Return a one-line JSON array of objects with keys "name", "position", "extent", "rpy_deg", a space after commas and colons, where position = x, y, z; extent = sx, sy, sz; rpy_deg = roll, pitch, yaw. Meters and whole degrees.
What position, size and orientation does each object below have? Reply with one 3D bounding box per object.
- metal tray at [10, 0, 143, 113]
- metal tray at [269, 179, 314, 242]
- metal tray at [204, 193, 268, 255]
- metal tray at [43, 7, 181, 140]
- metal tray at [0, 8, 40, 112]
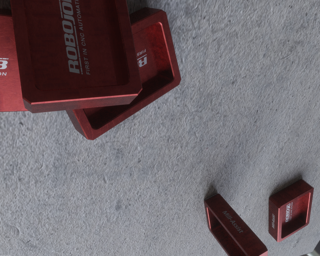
[{"name": "metal tray", "position": [-0.072, -0.082, 0.258], "extent": [0.091, 0.030, 0.129], "rpy_deg": [-8, 82, -22]}, {"name": "metal tray", "position": [0.281, 0.180, 0.668], "extent": [0.091, 0.030, 0.129], "rpy_deg": [-25, 128, -13]}, {"name": "metal tray", "position": [0.125, 0.184, 0.521], "extent": [0.030, 0.130, 0.090], "rpy_deg": [-24, 127, -14]}, {"name": "metal tray", "position": [-0.042, -0.058, 0.324], "extent": [0.131, 0.030, 0.090], "rpy_deg": [-35, 131, -23]}, {"name": "metal tray", "position": [-0.177, -0.059, 0.270], "extent": [0.131, 0.030, 0.089], "rpy_deg": [-4, 120, -27]}]
